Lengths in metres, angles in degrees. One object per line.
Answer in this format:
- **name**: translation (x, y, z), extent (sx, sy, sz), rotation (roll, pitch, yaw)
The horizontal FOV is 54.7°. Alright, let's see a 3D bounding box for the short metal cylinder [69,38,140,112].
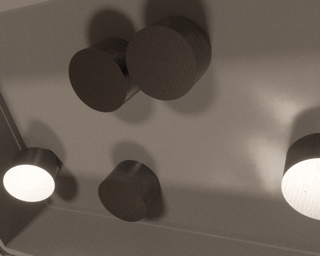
- **short metal cylinder**: translation (-0.064, -0.066, 0.384), extent (0.080, 0.050, 0.079), rotation (13, 124, 20)

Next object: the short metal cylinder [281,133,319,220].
- **short metal cylinder**: translation (0.176, 0.052, 0.332), extent (0.080, 0.050, 0.079), rotation (13, 124, 20)

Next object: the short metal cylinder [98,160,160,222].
- **short metal cylinder**: translation (-0.047, 0.096, 0.475), extent (0.080, 0.050, 0.079), rotation (13, 124, 20)

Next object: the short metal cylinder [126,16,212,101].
- **short metal cylinder**: translation (0.010, -0.077, 0.339), extent (0.080, 0.050, 0.079), rotation (13, 124, 20)

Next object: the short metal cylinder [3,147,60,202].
- **short metal cylinder**: translation (-0.218, 0.080, 0.533), extent (0.081, 0.050, 0.079), rotation (-3, 121, -4)
